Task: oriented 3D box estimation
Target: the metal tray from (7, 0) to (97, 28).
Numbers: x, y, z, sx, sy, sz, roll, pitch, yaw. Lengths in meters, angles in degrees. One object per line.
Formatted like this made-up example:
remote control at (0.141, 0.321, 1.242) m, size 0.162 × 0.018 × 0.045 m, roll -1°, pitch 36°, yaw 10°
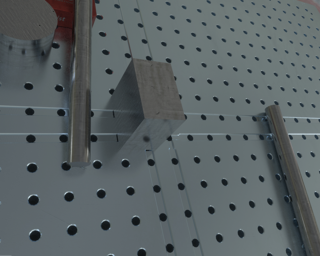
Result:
metal tray at (-0.161, -0.190, 0.434) m, size 0.131 × 0.030 × 0.090 m, roll 2°, pitch 61°, yaw -28°

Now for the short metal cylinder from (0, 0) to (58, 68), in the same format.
short metal cylinder at (-0.170, -0.120, 0.374) m, size 0.081 × 0.050 × 0.080 m, roll 14°, pitch 56°, yaw -21°

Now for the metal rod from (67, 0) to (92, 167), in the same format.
metal rod at (-0.099, -0.100, 0.389) m, size 0.025 × 0.025 × 0.299 m, roll 6°, pitch 67°, yaw -26°

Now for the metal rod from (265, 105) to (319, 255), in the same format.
metal rod at (0.206, 0.097, 0.462) m, size 0.025 × 0.025 × 0.299 m, roll 9°, pitch 58°, yaw -24°

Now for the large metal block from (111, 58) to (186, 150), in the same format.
large metal block at (-0.018, -0.026, 0.380) m, size 0.050 × 0.080 × 0.080 m, roll 2°, pitch 61°, yaw -28°
